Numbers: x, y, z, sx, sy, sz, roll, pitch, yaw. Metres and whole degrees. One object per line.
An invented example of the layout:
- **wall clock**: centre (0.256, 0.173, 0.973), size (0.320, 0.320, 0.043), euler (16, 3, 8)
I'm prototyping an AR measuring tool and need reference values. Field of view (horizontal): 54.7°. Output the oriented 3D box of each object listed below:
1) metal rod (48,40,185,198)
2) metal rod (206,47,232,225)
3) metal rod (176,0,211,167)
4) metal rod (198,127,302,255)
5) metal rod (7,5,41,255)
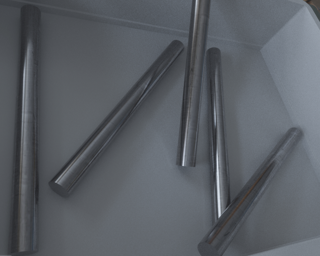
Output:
- **metal rod**: centre (-0.037, -0.035, 0.407), size (0.025, 0.025, 0.301), euler (37, 51, -4)
- **metal rod**: centre (0.084, -0.005, 0.456), size (0.025, 0.025, 0.300), euler (17, 55, -19)
- **metal rod**: centre (0.048, -0.099, 0.412), size (0.025, 0.025, 0.298), euler (8, 84, -24)
- **metal rod**: centre (0.139, 0.068, 0.419), size (0.025, 0.025, 0.302), euler (50, 45, 7)
- **metal rod**: centre (-0.145, -0.021, 0.340), size (0.025, 0.025, 0.299), euler (4, 60, -27)
